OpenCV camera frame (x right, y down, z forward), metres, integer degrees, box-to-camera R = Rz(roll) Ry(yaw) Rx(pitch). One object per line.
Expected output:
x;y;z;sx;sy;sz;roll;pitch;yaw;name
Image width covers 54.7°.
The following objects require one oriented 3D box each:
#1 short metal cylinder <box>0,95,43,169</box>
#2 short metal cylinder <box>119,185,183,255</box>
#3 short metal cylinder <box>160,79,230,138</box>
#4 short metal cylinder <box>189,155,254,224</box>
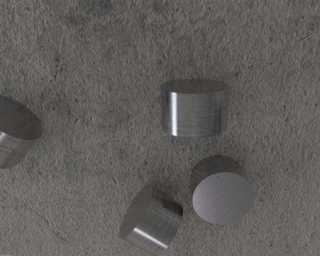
-0.195;0.004;0.380;0.080;0.080;0.050;39;106;-13;short metal cylinder
-0.012;0.126;0.427;0.050;0.080;0.080;34;107;-12;short metal cylinder
0.041;-0.026;0.371;0.080;0.080;0.050;-1;110;0;short metal cylinder
0.083;0.084;0.428;0.081;0.050;0.079;0;110;0;short metal cylinder
